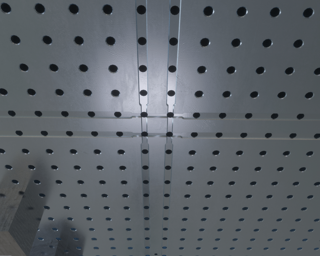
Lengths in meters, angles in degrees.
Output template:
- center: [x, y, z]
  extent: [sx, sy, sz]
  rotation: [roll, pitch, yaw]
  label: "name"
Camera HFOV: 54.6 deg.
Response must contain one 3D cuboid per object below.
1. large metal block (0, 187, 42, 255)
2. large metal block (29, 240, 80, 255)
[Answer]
- center: [-0.241, 0.155, 0.505]
  extent: [0.050, 0.080, 0.080]
  rotation: [-4, 130, 3]
  label: "large metal block"
- center: [-0.220, 0.278, 0.629]
  extent: [0.080, 0.050, 0.080]
  rotation: [-20, 128, 16]
  label: "large metal block"
